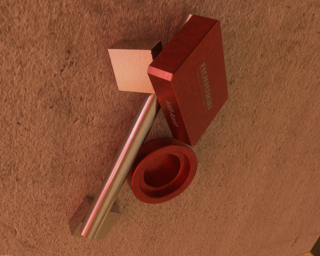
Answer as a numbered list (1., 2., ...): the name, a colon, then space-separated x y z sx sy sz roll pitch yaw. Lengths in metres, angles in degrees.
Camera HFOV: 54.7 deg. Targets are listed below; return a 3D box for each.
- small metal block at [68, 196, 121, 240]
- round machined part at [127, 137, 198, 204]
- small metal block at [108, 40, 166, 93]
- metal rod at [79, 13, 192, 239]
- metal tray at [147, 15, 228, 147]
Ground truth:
1. small metal block: -0.092 0.128 0.437 0.050 0.025 0.050 24 105 -37
2. round machined part: -0.001 0.054 0.431 0.099 0.042 0.097 -14 125 -21
3. small metal block: -0.023 -0.067 0.336 0.025 0.050 0.050 -56 145 -45
4. metal rod: -0.027 0.006 0.379 0.025 0.025 0.298 19 103 -36
5. metal tray: 0.039 -0.049 0.355 0.090 0.030 0.130 -53 148 -20
